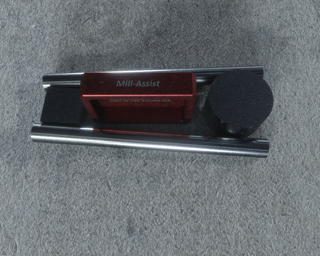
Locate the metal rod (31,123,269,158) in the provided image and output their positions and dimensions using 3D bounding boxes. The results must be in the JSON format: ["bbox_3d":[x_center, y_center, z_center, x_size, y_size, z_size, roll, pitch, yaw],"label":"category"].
[{"bbox_3d":[-0.013,0.016,0.403,0.302,0.025,0.025,4,70,1],"label":"metal rod"}]

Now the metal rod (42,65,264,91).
[{"bbox_3d":[-0.008,-0.070,0.435,0.302,0.025,0.025,-2,70,-1],"label":"metal rod"}]

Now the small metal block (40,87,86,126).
[{"bbox_3d":[-0.128,-0.027,0.419,0.050,0.025,0.050,4,70,1],"label":"small metal block"}]

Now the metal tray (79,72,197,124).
[{"bbox_3d":[-0.024,-0.034,0.386,0.131,0.090,0.030,0,70,0],"label":"metal tray"}]

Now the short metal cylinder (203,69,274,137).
[{"bbox_3d":[0.100,-0.030,0.407,0.081,0.050,0.080,0,70,0],"label":"short metal cylinder"}]
